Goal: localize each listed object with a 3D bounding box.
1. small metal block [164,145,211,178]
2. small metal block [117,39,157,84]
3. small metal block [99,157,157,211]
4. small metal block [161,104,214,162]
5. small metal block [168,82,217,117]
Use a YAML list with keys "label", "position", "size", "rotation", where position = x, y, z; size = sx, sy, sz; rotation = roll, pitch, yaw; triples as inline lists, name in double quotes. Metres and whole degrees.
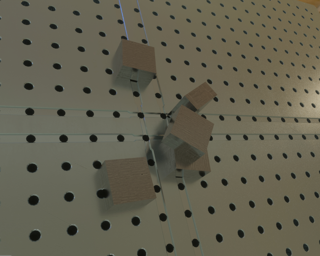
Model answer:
- label: "small metal block"
  position: [0.035, 0.037, 0.407]
  size: [0.050, 0.025, 0.050]
  rotation: [8, 58, -24]
- label: "small metal block"
  position: [-0.035, -0.097, 0.450]
  size: [0.050, 0.025, 0.050]
  rotation: [9, 58, -24]
- label: "small metal block"
  position: [-0.037, 0.062, 0.351]
  size: [0.050, 0.025, 0.050]
  rotation: [-2, 63, -30]
- label: "small metal block"
  position: [0.036, 0.006, 0.394]
  size: [0.050, 0.025, 0.050]
  rotation: [30, 51, -9]
- label: "small metal block"
  position: [0.046, -0.033, 0.439]
  size: [0.025, 0.050, 0.050]
  rotation: [49, 51, 6]
